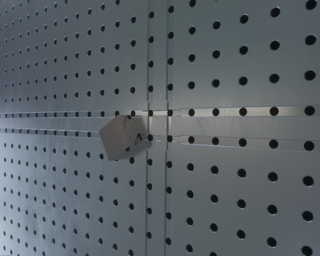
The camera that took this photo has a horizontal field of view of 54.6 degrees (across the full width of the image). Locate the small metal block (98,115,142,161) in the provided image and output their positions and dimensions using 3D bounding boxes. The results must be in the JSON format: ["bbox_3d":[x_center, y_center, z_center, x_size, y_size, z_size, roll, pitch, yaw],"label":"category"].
[{"bbox_3d":[-0.060,0.015,0.460,0.050,0.025,0.050,-36,68,34],"label":"small metal block"}]
